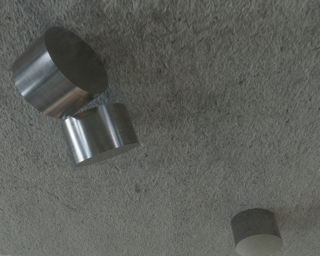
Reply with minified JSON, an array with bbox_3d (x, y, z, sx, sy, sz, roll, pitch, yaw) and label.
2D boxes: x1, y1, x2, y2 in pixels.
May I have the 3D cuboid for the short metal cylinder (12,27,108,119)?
[{"bbox_3d":[-0.101,-0.056,0.322,0.050,0.080,0.080,-32,123,24],"label":"short metal cylinder"}]

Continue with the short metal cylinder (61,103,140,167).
[{"bbox_3d":[-0.071,0.009,0.370,0.080,0.050,0.080,-20,172,-3],"label":"short metal cylinder"}]

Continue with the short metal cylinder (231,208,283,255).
[{"bbox_3d":[0.171,0.188,0.552,0.081,0.050,0.079,0,130,0],"label":"short metal cylinder"}]
